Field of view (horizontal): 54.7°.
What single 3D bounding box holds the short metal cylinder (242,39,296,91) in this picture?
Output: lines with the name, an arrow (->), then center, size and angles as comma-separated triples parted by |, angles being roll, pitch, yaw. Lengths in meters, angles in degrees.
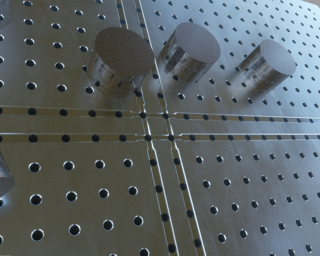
short metal cylinder -> 0.200, -0.115, 0.570 | 0.081, 0.050, 0.080 | 14, 56, -21

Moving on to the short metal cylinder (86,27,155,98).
short metal cylinder -> -0.054, -0.088, 0.416 | 0.081, 0.050, 0.080 | 14, 56, -21

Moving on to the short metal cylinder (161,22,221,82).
short metal cylinder -> 0.048, -0.120, 0.491 | 0.081, 0.050, 0.080 | 14, 56, -21

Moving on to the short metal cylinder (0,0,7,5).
short metal cylinder -> -0.232, -0.200, 0.389 | 0.081, 0.050, 0.080 | 13, 56, -21

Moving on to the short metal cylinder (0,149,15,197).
short metal cylinder -> -0.171, 0.040, 0.256 | 0.081, 0.080, 0.050 | -22, 74, -36
